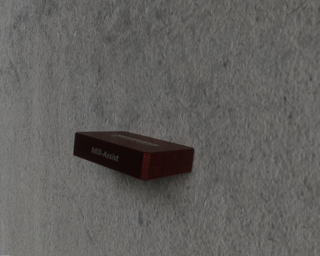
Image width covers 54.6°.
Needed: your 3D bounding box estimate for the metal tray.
[{"bbox_3d":[-0.035,0.030,0.392,0.130,0.091,0.030,12,98,39],"label":"metal tray"}]
